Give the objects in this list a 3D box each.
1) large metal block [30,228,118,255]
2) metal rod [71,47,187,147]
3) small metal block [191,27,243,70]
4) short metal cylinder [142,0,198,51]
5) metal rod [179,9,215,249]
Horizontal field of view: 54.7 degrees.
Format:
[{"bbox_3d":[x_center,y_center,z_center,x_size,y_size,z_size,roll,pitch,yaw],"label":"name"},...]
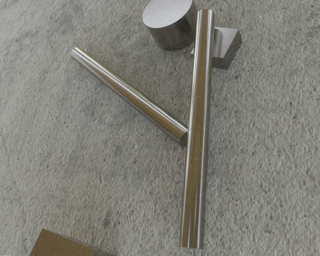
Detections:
[{"bbox_3d":[-0.103,0.166,0.339,0.080,0.050,0.080,7,65,31],"label":"large metal block"},{"bbox_3d":[-0.058,-0.061,0.470,0.025,0.025,0.300,-47,52,-5],"label":"metal rod"},{"bbox_3d":[0.079,-0.112,0.430,0.050,0.025,0.050,18,71,34],"label":"small metal block"},{"bbox_3d":[0.020,-0.167,0.478,0.080,0.050,0.080,-13,56,20],"label":"short metal cylinder"},{"bbox_3d":[0.047,-0.016,0.368,0.025,0.025,0.299,-5,65,25],"label":"metal rod"}]
